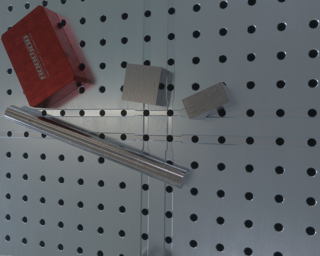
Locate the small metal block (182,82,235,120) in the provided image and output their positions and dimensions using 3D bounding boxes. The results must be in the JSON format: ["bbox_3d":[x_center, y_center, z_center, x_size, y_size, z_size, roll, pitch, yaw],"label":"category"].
[{"bbox_3d":[0.060,-0.031,0.378,0.050,0.050,0.025,-24,82,18],"label":"small metal block"}]

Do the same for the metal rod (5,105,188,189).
[{"bbox_3d":[-0.104,0.021,0.449,0.301,0.025,0.025,19,96,19],"label":"metal rod"}]

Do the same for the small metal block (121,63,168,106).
[{"bbox_3d":[-0.021,-0.058,0.420,0.050,0.025,0.050,10,93,19],"label":"small metal block"}]

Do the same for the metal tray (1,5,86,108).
[{"bbox_3d":[-0.179,-0.106,0.473,0.090,0.030,0.130,-29,81,17],"label":"metal tray"}]
